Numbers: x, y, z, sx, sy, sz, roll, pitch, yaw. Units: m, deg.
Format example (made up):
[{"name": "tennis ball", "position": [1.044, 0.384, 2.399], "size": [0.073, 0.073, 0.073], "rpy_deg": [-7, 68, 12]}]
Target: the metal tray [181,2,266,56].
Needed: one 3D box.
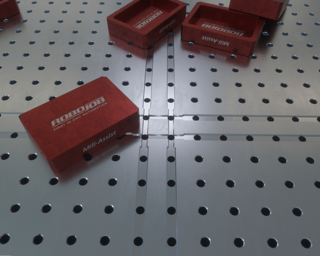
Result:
[{"name": "metal tray", "position": [0.113, -0.180, 0.556], "size": [0.130, 0.030, 0.090], "rpy_deg": [19, 52, 15]}]

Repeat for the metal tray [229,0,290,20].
[{"name": "metal tray", "position": [0.194, -0.246, 0.591], "size": [0.090, 0.030, 0.131], "rpy_deg": [22, 38, 17]}]

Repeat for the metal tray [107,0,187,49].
[{"name": "metal tray", "position": [-0.023, -0.204, 0.576], "size": [0.090, 0.030, 0.131], "rpy_deg": [30, 56, 22]}]

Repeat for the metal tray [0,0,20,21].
[{"name": "metal tray", "position": [-0.354, -0.247, 0.610], "size": [0.130, 0.030, 0.090], "rpy_deg": [34, 58, 25]}]

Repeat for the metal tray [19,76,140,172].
[{"name": "metal tray", "position": [-0.104, -0.010, 0.413], "size": [0.131, 0.030, 0.090], "rpy_deg": [-31, 57, -24]}]
